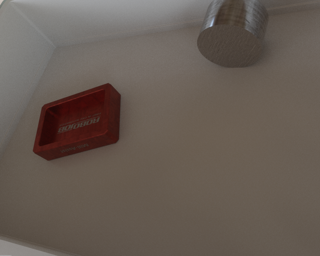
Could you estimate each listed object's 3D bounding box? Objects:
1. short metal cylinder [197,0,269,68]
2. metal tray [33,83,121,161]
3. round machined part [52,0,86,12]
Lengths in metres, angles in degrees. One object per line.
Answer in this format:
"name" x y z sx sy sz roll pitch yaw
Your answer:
"short metal cylinder" 0.093 -0.122 0.396 0.080 0.080 0.050 5 64 30
"metal tray" -0.125 -0.009 0.471 0.130 0.030 0.090 -15 56 19
"round machined part" -0.203 -0.310 0.691 0.098 0.042 0.098 -13 56 20
